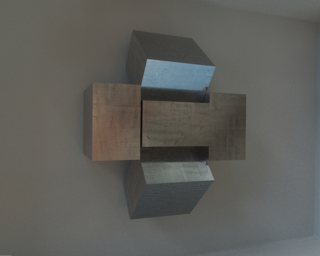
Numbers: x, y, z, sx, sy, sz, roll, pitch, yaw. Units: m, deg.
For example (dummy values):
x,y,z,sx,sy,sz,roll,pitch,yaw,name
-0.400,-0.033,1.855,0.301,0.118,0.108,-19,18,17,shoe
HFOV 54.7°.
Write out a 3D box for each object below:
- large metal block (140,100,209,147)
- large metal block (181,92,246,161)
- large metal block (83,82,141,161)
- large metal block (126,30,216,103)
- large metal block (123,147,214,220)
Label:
x,y,z,sx,sy,sz,roll,pitch,yaw,name
0.005,-0.005,0.382,0.081,0.080,0.050,1,90,-20,large metal block
0.067,-0.002,0.405,0.050,0.080,0.080,1,90,-20,large metal block
-0.058,-0.007,0.359,0.050,0.080,0.080,1,90,-20,large metal block
0.009,-0.075,0.376,0.081,0.080,0.050,2,127,-20,large metal block
0.007,0.066,0.375,0.081,0.079,0.050,1,48,-21,large metal block
